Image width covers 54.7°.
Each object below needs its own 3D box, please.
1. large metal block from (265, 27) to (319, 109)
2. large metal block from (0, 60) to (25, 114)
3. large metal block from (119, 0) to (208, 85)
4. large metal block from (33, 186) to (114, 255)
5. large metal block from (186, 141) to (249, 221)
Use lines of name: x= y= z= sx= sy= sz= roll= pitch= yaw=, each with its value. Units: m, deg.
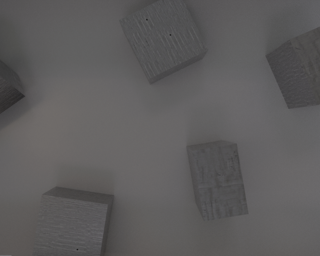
large metal block: x=0.184 y=-0.072 z=0.385 sx=0.050 sy=0.080 sz=0.080 roll=-24 pitch=90 yaw=0
large metal block: x=-0.229 y=-0.053 z=0.375 sx=0.080 sy=0.080 sz=0.050 roll=-35 pitch=54 yaw=0
large metal block: x=0.004 y=-0.112 z=0.399 sx=0.080 sy=0.050 sz=0.080 roll=-27 pitch=90 yaw=0
large metal block: x=-0.109 y=0.125 z=0.398 sx=0.080 sy=0.050 sz=0.080 roll=9 pitch=90 yaw=0
large metal block: x=0.067 y=0.060 z=0.384 sx=0.050 sy=0.080 sz=0.080 roll=-9 pitch=90 yaw=0
